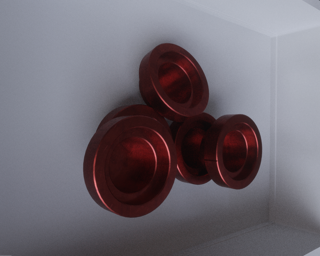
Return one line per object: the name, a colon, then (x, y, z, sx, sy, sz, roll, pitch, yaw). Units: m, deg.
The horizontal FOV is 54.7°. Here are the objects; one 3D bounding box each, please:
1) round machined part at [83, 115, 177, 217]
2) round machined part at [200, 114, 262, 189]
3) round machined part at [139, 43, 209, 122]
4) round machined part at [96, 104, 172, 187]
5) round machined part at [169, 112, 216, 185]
round machined part: (-0.032, 0.036, 0.312, 0.099, 0.042, 0.097, 0, 90, -40)
round machined part: (0.092, 0.031, 0.416, 0.099, 0.042, 0.097, 0, 90, -40)
round machined part: (0.013, -0.053, 0.391, 0.099, 0.042, 0.098, 18, 61, -35)
round machined part: (-0.035, 0.022, 0.364, 0.099, 0.042, 0.097, 0, 90, -40)
round machined part: (0.042, 0.027, 0.429, 0.099, 0.042, 0.097, 0, 90, -40)
